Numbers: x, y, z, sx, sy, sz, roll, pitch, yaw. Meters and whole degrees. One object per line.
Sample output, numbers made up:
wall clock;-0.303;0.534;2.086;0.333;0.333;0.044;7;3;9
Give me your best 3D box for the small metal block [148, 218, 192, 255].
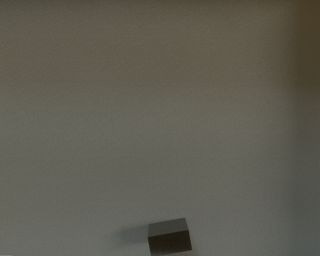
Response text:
small metal block;0.012;0.140;0.399;0.050;0.050;0.025;-10;90;0
